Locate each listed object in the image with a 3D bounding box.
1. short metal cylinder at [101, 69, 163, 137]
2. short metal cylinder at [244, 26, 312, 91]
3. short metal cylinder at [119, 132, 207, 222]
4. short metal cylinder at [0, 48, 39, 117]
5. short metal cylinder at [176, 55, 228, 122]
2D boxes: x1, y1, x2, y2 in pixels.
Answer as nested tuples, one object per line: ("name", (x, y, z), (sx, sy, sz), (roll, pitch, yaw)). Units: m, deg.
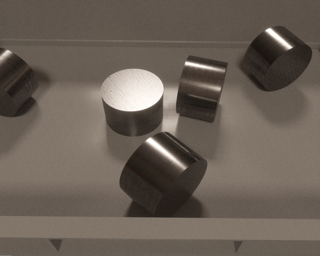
("short metal cylinder", (-0.036, -0.035, 0.418), (0.081, 0.050, 0.080), (0, 50, 0))
("short metal cylinder", (0.173, -0.102, 0.457), (0.081, 0.080, 0.050), (-19, 53, -15))
("short metal cylinder", (0.005, 0.051, 0.327), (0.050, 0.080, 0.080), (37, 59, 26))
("short metal cylinder", (-0.215, -0.061, 0.418), (0.080, 0.080, 0.050), (16, 52, 12))
("short metal cylinder", (0.057, -0.053, 0.414), (0.050, 0.080, 0.080), (14, 51, 11))
